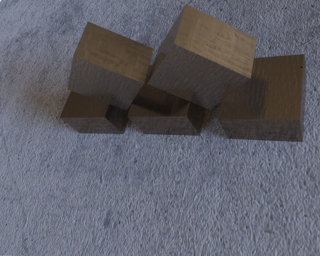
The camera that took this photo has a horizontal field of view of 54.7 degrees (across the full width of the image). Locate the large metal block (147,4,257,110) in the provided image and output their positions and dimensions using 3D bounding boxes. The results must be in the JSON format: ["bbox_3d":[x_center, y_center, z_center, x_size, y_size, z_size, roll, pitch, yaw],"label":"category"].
[{"bbox_3d":[0.042,-0.070,0.329,0.080,0.080,0.050,137,152,-62],"label":"large metal block"}]

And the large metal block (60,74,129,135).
[{"bbox_3d":[-0.088,-0.038,0.457,0.080,0.050,0.080,0,62,28],"label":"large metal block"}]

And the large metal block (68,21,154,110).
[{"bbox_3d":[-0.063,-0.072,0.381,0.080,0.080,0.050,19,65,-13],"label":"large metal block"}]

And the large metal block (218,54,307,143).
[{"bbox_3d":[0.117,-0.032,0.347,0.080,0.050,0.080,2,62,28],"label":"large metal block"}]

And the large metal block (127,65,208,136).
[{"bbox_3d":[0.015,-0.037,0.404,0.080,0.050,0.080,1,62,28],"label":"large metal block"}]
